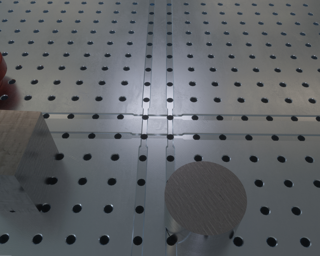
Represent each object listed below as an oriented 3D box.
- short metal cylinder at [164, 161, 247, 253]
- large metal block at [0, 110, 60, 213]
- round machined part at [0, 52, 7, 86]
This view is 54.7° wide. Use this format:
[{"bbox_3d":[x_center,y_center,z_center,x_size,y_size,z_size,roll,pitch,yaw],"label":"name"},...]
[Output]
[{"bbox_3d":[0.045,0.082,0.323,0.081,0.050,0.080,0,50,0],"label":"short metal cylinder"},{"bbox_3d":[-0.156,0.037,0.339,0.050,0.080,0.080,3,50,2],"label":"large metal block"},{"bbox_3d":[-0.279,-0.079,0.461,0.099,0.042,0.098,0,50,0],"label":"round machined part"}]
